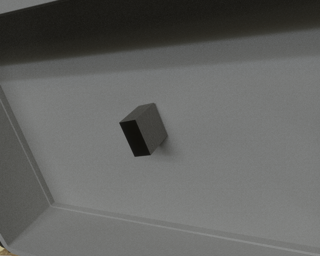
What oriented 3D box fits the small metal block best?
[{"bbox_3d":[-0.020,0.002,0.400,0.025,0.050,0.050,-9,113,32],"label":"small metal block"}]
